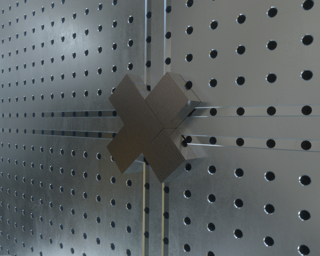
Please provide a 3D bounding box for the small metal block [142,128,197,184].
[{"bbox_3d":[0.011,0.035,0.398,0.050,0.025,0.050,-48,62,29],"label":"small metal block"}]

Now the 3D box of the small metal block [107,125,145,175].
[{"bbox_3d":[-0.043,0.030,0.443,0.050,0.025,0.050,-48,62,29],"label":"small metal block"}]

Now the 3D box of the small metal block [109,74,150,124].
[{"bbox_3d":[-0.040,-0.040,0.440,0.050,0.025,0.050,-48,62,29],"label":"small metal block"}]

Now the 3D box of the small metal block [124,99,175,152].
[{"bbox_3d":[-0.015,-0.003,0.418,0.050,0.025,0.050,-48,62,29],"label":"small metal block"}]

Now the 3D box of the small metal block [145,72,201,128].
[{"bbox_3d":[0.015,-0.035,0.394,0.050,0.025,0.050,-48,62,29],"label":"small metal block"}]
